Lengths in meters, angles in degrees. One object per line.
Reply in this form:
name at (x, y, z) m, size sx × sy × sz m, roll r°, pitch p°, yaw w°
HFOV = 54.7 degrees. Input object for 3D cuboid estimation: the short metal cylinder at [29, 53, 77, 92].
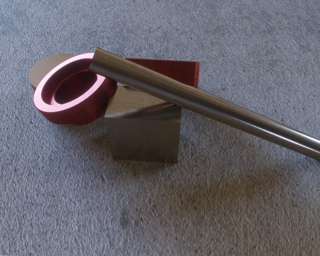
short metal cylinder at (-0.136, -0.061, 0.438) m, size 0.081 × 0.050 × 0.080 m, roll 0°, pitch 50°, yaw 0°

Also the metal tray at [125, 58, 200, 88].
metal tray at (0.003, -0.074, 0.414) m, size 0.091 × 0.030 × 0.130 m, roll 4°, pitch 11°, yaw 3°

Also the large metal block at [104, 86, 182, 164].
large metal block at (-0.017, -0.003, 0.370) m, size 0.080 × 0.080 × 0.050 m, roll 4°, pitch 50°, yaw 2°

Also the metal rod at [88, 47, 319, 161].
metal rod at (0.070, -0.018, 0.345) m, size 0.302 × 0.025 × 0.025 m, roll 20°, pitch 49°, yaw -15°

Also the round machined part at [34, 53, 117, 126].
round machined part at (-0.095, -0.042, 0.370) m, size 0.098 × 0.042 × 0.098 m, roll -13°, pitch 47°, yaw 15°
